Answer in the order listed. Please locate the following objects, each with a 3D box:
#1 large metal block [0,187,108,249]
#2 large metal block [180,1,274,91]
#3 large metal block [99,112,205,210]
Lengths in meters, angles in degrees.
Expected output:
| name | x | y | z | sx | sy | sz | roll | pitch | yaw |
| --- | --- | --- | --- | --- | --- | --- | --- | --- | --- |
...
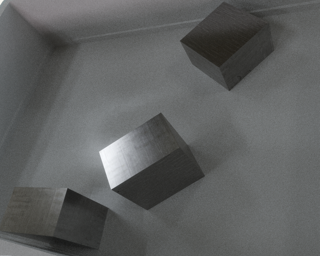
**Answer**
| name | x | y | z | sx | sy | sz | roll | pitch | yaw |
| --- | --- | --- | --- | --- | --- | --- | --- | --- | --- |
| large metal block | -0.122 | 0.107 | 0.367 | 0.080 | 0.080 | 0.050 | -4 | 60 | 26 |
| large metal block | 0.088 | -0.109 | 0.410 | 0.080 | 0.050 | 0.080 | -42 | 51 | -1 |
| large metal block | -0.007 | 0.041 | 0.348 | 0.080 | 0.080 | 0.050 | -32 | 52 | 7 |
